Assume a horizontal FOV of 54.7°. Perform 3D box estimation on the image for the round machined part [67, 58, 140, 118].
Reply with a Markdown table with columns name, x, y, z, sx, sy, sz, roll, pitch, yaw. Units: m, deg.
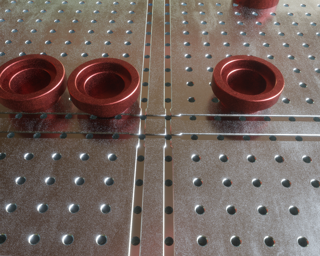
| name | x | y | z | sx | sy | sz | roll | pitch | yaw |
| --- | --- | --- | --- | --- | --- | --- | --- | --- | --- |
| round machined part | -0.077 | -0.053 | 0.440 | 0.099 | 0.042 | 0.098 | 0 | 50 | 0 |

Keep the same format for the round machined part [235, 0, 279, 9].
| name | x | y | z | sx | sy | sz | roll | pitch | yaw |
| --- | --- | --- | --- | --- | --- | --- | --- | --- | --- |
| round machined part | 0.204 | -0.292 | 0.645 | 0.099 | 0.042 | 0.098 | 0 | 50 | 0 |

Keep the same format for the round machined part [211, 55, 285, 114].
| name | x | y | z | sx | sy | sz | roll | pitch | yaw |
| --- | --- | --- | --- | --- | --- | --- | --- | --- | --- |
| round machined part | 0.123 | -0.059 | 0.448 | 0.099 | 0.042 | 0.098 | 0 | 50 | 0 |

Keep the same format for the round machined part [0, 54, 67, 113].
| name | x | y | z | sx | sy | sz | roll | pitch | yaw |
| --- | --- | --- | --- | --- | --- | --- | --- | --- | --- |
| round machined part | -0.183 | -0.060 | 0.444 | 0.099 | 0.042 | 0.098 | 0 | 50 | 0 |
